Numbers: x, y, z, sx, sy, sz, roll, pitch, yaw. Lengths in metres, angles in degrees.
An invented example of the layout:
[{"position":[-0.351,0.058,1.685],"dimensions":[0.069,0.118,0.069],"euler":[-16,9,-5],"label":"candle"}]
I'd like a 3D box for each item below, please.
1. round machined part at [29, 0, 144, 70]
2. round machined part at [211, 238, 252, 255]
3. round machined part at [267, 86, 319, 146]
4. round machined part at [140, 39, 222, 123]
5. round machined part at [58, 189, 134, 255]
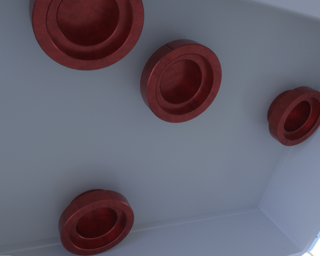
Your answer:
[{"position":[-0.068,-0.106,0.286],"dimensions":[0.099,0.042,0.097],"euler":[-17,139,-15],"label":"round machined part"},{"position":[0.156,0.286,0.662],"dimensions":[0.099,0.042,0.097],"euler":[-14,124,-21],"label":"round machined part"},{"position":[0.214,-0.023,0.500],"dimensions":[0.099,0.042,0.097],"euler":[-14,124,-21],"label":"round machined part"},{"position":[0.021,-0.059,0.373],"dimensions":[0.099,0.042,0.097],"euler":[-14,124,-21],"label":"round machined part"},{"position":[-0.089,0.124,0.425],"dimensions":[0.099,0.042,0.097],"euler":[-14,124,-21],"label":"round machined part"}]
